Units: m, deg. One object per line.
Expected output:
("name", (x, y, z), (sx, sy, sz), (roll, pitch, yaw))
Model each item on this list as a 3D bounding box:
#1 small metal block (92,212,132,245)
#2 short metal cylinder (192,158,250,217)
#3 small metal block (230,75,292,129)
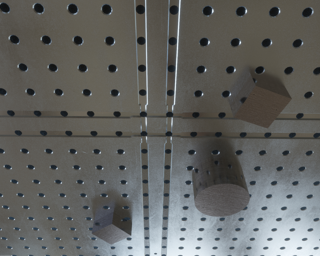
("small metal block", (-0.087, 0.185, 0.568), (0.050, 0.025, 0.050), (-31, 124, 23))
("short metal cylinder", (0.091, 0.091, 0.474), (0.081, 0.050, 0.079), (0, 130, 0))
("small metal block", (0.124, -0.032, 0.386), (0.050, 0.025, 0.050), (17, 128, -14))
